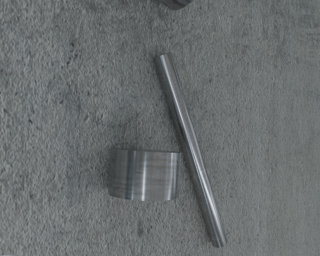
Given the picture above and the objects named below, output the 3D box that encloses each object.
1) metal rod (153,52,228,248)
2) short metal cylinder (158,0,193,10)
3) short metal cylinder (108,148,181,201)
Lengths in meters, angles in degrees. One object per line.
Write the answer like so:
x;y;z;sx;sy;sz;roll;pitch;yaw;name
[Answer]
0.048;0.041;0.444;0.025;0.025;0.298;-29;108;-36;metal rod
0.017;-0.195;0.383;0.050;0.080;0.080;24;75;-38;short metal cylinder
-0.017;0.050;0.354;0.081;0.080;0.050;5;87;-40;short metal cylinder
